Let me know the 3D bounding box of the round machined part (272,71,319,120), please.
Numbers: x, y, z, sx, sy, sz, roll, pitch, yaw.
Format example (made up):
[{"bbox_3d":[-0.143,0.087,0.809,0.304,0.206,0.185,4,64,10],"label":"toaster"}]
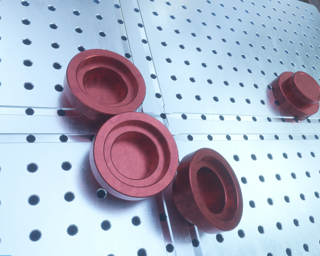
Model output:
[{"bbox_3d":[0.265,-0.068,0.585,0.099,0.042,0.098,14,56,-21],"label":"round machined part"}]

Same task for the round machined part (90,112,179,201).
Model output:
[{"bbox_3d":[-0.032,0.034,0.355,0.099,0.042,0.098,9,66,-21],"label":"round machined part"}]

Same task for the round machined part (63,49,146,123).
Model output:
[{"bbox_3d":[-0.071,-0.048,0.389,0.099,0.042,0.098,14,56,-21],"label":"round machined part"}]

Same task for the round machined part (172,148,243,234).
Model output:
[{"bbox_3d":[0.053,0.076,0.369,0.098,0.042,0.098,27,49,-36],"label":"round machined part"}]
